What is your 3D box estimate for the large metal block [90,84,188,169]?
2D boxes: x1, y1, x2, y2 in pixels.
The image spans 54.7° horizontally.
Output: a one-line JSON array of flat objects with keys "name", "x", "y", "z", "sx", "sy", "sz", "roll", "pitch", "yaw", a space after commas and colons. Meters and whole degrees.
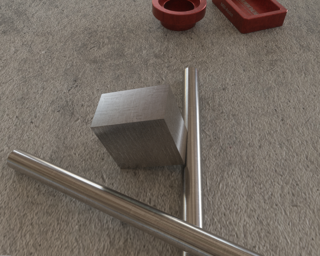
[{"name": "large metal block", "x": -0.019, "y": 0.001, "z": 0.353, "sx": 0.080, "sy": 0.080, "sz": 0.050, "roll": -6, "pitch": 48, "yaw": 18}]

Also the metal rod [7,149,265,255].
[{"name": "metal rod", "x": -0.040, "y": 0.080, "z": 0.313, "sx": 0.301, "sy": 0.025, "sz": 0.025, "roll": 18, "pitch": 52, "yaw": 22}]

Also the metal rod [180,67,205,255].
[{"name": "metal rod", "x": 0.039, "y": 0.031, "z": 0.377, "sx": 0.025, "sy": 0.025, "sz": 0.300, "roll": 3, "pitch": 50, "yaw": 2}]

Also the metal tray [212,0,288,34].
[{"name": "metal tray", "x": 0.170, "y": -0.238, "z": 0.601, "sx": 0.091, "sy": 0.030, "sz": 0.130, "roll": -15, "pitch": 52, "yaw": -13}]

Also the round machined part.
[{"name": "round machined part", "x": 0.035, "y": -0.216, "z": 0.574, "sx": 0.099, "sy": 0.042, "sz": 0.098, "roll": 0, "pitch": 50, "yaw": 0}]
